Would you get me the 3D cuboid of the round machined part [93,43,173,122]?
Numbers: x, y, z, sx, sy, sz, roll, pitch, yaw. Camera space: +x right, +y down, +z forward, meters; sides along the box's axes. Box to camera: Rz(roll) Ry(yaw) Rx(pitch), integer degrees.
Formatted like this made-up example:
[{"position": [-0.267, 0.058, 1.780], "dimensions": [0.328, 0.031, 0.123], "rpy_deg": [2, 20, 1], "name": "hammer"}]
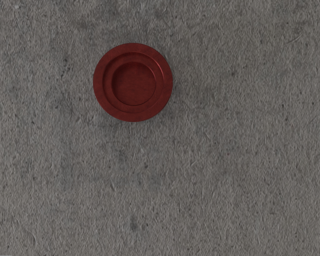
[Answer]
[{"position": [-0.033, -0.056, 0.401], "dimensions": [0.099, 0.042, 0.097], "rpy_deg": [0, 90, 0], "name": "round machined part"}]
